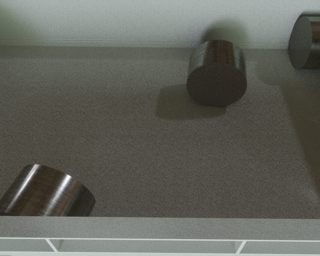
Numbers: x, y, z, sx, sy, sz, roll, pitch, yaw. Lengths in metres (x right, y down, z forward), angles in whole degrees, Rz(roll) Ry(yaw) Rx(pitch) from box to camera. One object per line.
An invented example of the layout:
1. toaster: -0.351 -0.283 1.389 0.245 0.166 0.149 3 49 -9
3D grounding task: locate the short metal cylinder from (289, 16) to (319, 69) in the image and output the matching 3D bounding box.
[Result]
1. short metal cylinder: 0.244 -0.132 0.484 0.050 0.080 0.080 1 50 0

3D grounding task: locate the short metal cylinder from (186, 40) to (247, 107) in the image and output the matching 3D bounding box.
1. short metal cylinder: 0.079 -0.075 0.434 0.080 0.080 0.050 6 50 5

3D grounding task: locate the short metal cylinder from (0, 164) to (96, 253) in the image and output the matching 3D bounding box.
1. short metal cylinder: -0.111 0.079 0.301 0.080 0.080 0.050 14 52 11
